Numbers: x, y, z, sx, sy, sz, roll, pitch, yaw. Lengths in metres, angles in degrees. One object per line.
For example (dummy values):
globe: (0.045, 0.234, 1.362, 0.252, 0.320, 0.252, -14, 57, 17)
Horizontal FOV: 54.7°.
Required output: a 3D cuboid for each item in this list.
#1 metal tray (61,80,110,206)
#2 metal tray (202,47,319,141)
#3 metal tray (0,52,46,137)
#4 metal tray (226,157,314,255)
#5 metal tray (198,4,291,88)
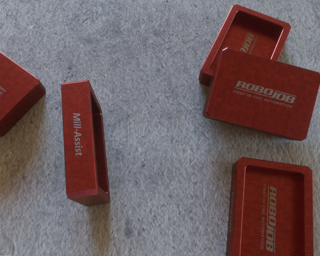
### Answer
metal tray: (-0.086, 0.021, 0.364, 0.030, 0.090, 0.129, -8, 70, -3)
metal tray: (0.130, -0.042, 0.401, 0.131, 0.030, 0.090, 15, 89, -2)
metal tray: (-0.238, -0.060, 0.425, 0.130, 0.030, 0.090, 35, 73, 11)
metal tray: (0.130, 0.106, 0.368, 0.091, 0.030, 0.130, 8, 70, 2)
metal tray: (0.122, -0.108, 0.446, 0.090, 0.030, 0.130, 24, 72, 8)
